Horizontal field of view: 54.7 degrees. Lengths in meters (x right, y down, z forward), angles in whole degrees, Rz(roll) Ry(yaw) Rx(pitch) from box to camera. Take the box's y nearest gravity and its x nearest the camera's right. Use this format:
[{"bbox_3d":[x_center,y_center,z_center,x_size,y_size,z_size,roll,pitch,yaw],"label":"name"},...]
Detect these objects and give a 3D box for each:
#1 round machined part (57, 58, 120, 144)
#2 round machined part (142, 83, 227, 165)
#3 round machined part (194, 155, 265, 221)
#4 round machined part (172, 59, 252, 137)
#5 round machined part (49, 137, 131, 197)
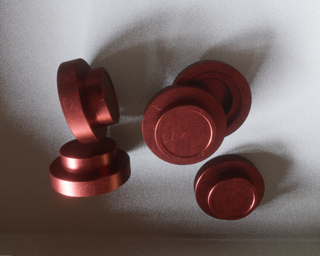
[{"bbox_3d":[-0.077,-0.033,0.359,0.042,0.098,0.097,-13,110,4],"label":"round machined part"},{"bbox_3d":[0.028,0.000,0.358,0.099,0.042,0.097,0,110,-1],"label":"round machined part"},{"bbox_3d":[0.099,0.090,0.437,0.099,0.042,0.097,0,110,-1],"label":"round machined part"},{"bbox_3d":[0.060,-0.037,0.390,0.099,0.042,0.097,0,110,-1],"label":"round machined part"},{"bbox_3d":[-0.087,0.041,0.387,0.099,0.098,0.042,-2,110,0],"label":"round machined part"}]
